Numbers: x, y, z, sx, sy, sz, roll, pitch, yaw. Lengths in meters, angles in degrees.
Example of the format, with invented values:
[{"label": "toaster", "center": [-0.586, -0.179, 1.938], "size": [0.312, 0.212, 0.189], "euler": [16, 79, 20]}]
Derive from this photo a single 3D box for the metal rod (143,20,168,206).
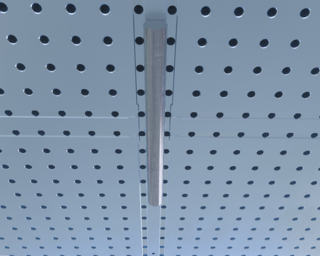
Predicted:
[{"label": "metal rod", "center": [-0.006, 0.006, 0.417], "size": [0.025, 0.025, 0.298], "euler": [0, 130, -1]}]
